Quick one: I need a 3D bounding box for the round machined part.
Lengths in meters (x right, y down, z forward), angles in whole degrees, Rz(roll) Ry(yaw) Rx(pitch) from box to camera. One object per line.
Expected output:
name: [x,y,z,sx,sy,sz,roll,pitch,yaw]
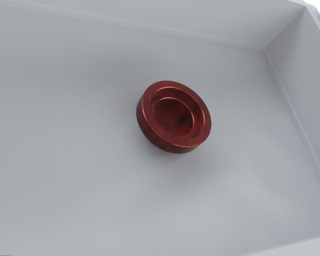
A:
round machined part: [0.014,-0.010,0.406,0.099,0.042,0.098,14,56,-21]
